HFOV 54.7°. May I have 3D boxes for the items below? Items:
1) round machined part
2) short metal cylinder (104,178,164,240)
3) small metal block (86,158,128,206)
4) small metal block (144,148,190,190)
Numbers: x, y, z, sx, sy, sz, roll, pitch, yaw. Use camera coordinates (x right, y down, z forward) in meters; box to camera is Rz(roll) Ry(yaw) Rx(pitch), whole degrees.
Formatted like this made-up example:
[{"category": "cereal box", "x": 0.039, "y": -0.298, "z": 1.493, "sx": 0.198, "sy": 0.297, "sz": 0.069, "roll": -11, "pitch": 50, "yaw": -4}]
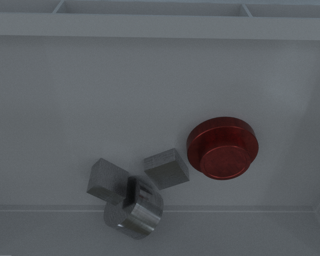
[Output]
[{"category": "round machined part", "x": 0.087, "y": 0.035, "z": 0.429, "sx": 0.099, "sy": 0.042, "sz": 0.097, "roll": -1, "pitch": 130, "yaw": 0}, {"category": "short metal cylinder", "x": -0.041, "y": 0.124, "z": 0.478, "sx": 0.080, "sy": 0.080, "sz": 0.050, "roll": -35, "pitch": 122, "yaw": 26}, {"category": "small metal block", "x": -0.077, "y": 0.080, "z": 0.459, "sx": 0.050, "sy": 0.050, "sz": 0.025, "roll": 33, "pitch": 123, "yaw": -25}, {"category": "small metal block", "x": 0.010, "y": 0.062, "z": 0.462, "sx": 0.050, "sy": 0.025, "sz": 0.050, "roll": -21, "pitch": 127, "yaw": 16}]
